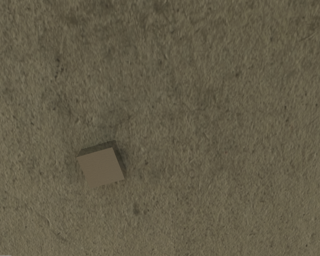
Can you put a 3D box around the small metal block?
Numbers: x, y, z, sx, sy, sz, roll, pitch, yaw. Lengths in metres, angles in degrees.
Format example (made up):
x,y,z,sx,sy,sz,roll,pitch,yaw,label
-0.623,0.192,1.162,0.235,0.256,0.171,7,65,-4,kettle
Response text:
x,y,z,sx,sy,sz,roll,pitch,yaw,label
-0.079,0.050,0.427,0.050,0.025,0.050,-16,109,5,small metal block
